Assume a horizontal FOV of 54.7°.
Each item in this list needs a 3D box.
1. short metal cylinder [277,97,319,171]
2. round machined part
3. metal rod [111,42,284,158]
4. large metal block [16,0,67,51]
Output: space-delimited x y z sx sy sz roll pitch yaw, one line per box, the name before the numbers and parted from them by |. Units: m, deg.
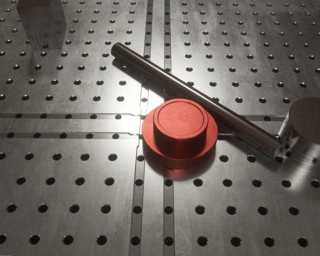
short metal cylinder | 0.195 0.007 0.388 0.081 0.050 0.080 0 50 0
round machined part | 0.026 0.000 0.397 0.099 0.042 0.098 0 50 0
metal rod | 0.037 -0.052 0.451 0.300 0.025 0.025 36 58 26
large metal block | -0.198 -0.190 0.529 0.050 0.080 0.080 -4 50 -4
